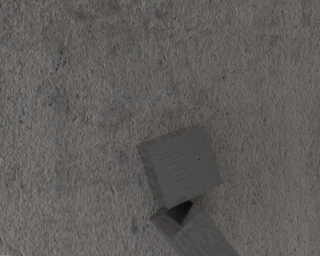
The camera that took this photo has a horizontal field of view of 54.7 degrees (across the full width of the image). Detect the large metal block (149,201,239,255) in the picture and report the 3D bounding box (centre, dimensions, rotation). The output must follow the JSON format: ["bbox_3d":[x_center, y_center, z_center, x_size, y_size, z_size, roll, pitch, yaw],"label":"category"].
[{"bbox_3d":[0.040,0.138,0.395,0.050,0.080,0.080,-40,103,-15],"label":"large metal block"}]

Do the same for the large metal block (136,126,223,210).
[{"bbox_3d":[0.025,0.047,0.405,0.081,0.050,0.080,-20,97,-19],"label":"large metal block"}]
